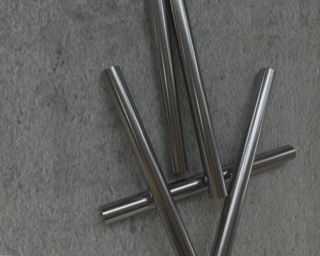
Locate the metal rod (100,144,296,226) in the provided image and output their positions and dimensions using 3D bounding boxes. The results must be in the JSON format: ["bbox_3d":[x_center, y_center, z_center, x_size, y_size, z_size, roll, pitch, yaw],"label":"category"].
[{"bbox_3d":[0.066,0.073,0.435,0.302,0.025,0.025,-14,95,-20],"label":"metal rod"}]

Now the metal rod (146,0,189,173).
[{"bbox_3d":[0.006,-0.090,0.411,0.025,0.025,0.298,-9,93,-20],"label":"metal rod"}]

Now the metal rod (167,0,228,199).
[{"bbox_3d":[0.046,-0.056,0.412,0.025,0.025,0.298,-12,89,-20],"label":"metal rod"}]

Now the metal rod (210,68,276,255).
[{"bbox_3d":[0.116,0.050,0.428,0.025,0.025,0.299,26,72,-19],"label":"metal rod"}]

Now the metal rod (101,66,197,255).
[{"bbox_3d":[-0.005,0.066,0.384,0.025,0.025,0.299,-22,89,-19],"label":"metal rod"}]
